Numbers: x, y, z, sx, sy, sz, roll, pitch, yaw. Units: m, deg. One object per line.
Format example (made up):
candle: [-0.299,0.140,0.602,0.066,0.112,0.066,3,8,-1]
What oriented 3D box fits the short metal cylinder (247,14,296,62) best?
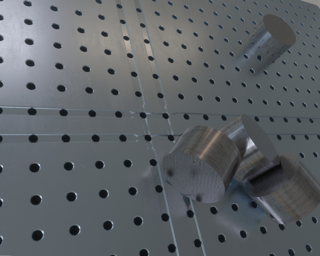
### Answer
short metal cylinder: [0.223,-0.180,0.622,0.081,0.050,0.080,14,56,-21]

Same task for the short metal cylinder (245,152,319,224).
short metal cylinder: [0.161,0.078,0.407,0.050,0.080,0.080,48,50,-9]

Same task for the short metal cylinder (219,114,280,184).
short metal cylinder: [0.115,0.028,0.419,0.080,0.050,0.080,37,31,-26]

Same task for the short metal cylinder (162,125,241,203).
short metal cylinder: [0.050,0.044,0.373,0.080,0.080,0.050,41,51,0]
